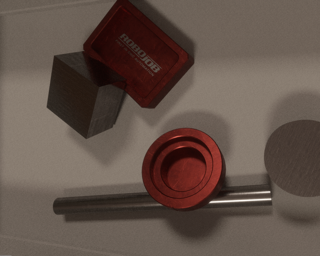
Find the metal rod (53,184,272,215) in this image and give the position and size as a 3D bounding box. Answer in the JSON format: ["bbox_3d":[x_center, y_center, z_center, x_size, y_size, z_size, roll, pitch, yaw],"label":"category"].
[{"bbox_3d":[-0.010,0.098,0.413,0.301,0.025,0.025,-8,88,19],"label":"metal rod"}]

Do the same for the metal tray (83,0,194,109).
[{"bbox_3d":[-0.031,-0.100,0.417,0.130,0.030,0.090,45,103,14],"label":"metal tray"}]

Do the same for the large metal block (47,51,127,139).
[{"bbox_3d":[-0.100,-0.046,0.413,0.080,0.050,0.079,35,125,20],"label":"large metal block"}]

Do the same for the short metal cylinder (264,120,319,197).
[{"bbox_3d":[0.158,0.031,0.342,0.080,0.050,0.079,0,90,19],"label":"short metal cylinder"}]

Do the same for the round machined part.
[{"bbox_3d":[0.031,0.053,0.377,0.098,0.042,0.098,-9,62,18],"label":"round machined part"}]
